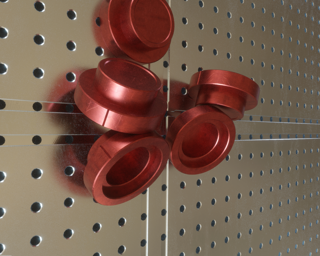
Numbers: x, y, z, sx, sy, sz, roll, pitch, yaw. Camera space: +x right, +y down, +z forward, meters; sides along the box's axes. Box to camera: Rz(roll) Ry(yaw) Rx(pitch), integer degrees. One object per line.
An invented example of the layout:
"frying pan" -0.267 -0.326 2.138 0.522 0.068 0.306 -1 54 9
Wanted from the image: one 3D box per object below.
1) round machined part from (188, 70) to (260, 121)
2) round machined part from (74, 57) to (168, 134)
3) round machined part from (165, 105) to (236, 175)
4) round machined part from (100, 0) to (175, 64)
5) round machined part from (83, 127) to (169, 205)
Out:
"round machined part" 0.087 -0.041 0.436 0.098 0.098 0.042 25 73 -38
"round machined part" -0.037 -0.040 0.329 0.099 0.098 0.042 -5 131 -40
"round machined part" 0.051 0.012 0.425 0.099 0.042 0.097 -13 124 -20
"round machined part" -0.021 -0.129 0.382 0.099 0.042 0.097 0 90 -40
"round machined part" -0.041 0.036 0.346 0.099 0.042 0.097 -28 143 -24
